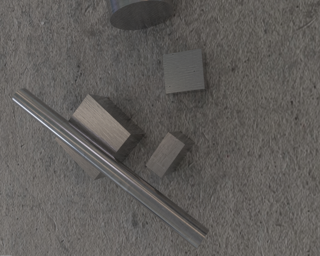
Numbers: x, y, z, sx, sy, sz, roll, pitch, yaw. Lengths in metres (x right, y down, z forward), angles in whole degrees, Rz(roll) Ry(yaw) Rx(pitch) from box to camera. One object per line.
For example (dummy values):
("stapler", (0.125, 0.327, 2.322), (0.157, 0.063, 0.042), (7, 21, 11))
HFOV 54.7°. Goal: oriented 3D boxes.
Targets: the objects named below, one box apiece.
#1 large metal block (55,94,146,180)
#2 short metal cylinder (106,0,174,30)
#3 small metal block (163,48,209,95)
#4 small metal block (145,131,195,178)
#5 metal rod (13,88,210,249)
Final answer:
("large metal block", (-0.081, 0.011, 0.424), (0.080, 0.050, 0.080), (43, 103, 15))
("short metal cylinder", (-0.027, -0.164, 0.389), (0.080, 0.080, 0.050), (-13, 86, 19))
("small metal block", (0.033, -0.071, 0.397), (0.050, 0.025, 0.050), (-5, 88, 19))
("small metal block", (0.014, 0.032, 0.391), (0.025, 0.050, 0.050), (38, 102, 16))
("metal rod", (-0.071, 0.039, 0.380), (0.300, 0.025, 0.025), (35, 101, 16))
